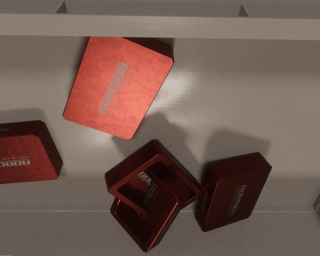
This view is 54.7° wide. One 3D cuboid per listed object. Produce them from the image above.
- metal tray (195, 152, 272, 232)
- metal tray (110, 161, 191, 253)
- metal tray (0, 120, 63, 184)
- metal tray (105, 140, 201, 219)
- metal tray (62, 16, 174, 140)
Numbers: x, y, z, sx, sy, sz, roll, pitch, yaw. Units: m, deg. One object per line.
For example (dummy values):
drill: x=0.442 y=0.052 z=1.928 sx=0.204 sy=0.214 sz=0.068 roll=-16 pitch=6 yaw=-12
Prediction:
metal tray: x=0.108 y=0.100 z=0.473 sx=0.091 sy=0.030 sz=0.129 roll=-11 pitch=133 yaw=-19
metal tray: x=-0.019 y=0.110 z=0.457 sx=0.030 sy=0.090 sz=0.129 roll=-19 pitch=143 yaw=-47
metal tray: x=-0.216 y=0.037 z=0.435 sx=0.131 sy=0.030 sz=0.089 roll=-5 pitch=130 yaw=4
metal tray: x=-0.005 y=0.083 z=0.449 sx=0.090 sy=0.030 sz=0.130 roll=-36 pitch=132 yaw=8
metal tray: x=-0.051 y=-0.051 z=0.362 sx=0.091 sy=0.030 sz=0.129 roll=19 pitch=127 yaw=-16
